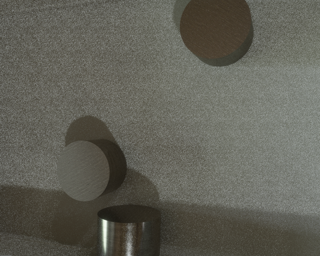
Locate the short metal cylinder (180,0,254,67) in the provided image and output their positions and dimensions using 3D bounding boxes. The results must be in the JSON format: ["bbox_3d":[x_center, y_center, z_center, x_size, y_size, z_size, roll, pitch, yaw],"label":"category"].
[{"bbox_3d":[0.070,-0.118,0.372,0.080,0.050,0.079,0,90,19],"label":"short metal cylinder"}]

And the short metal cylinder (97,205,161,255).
[{"bbox_3d":[-0.039,0.133,0.394,0.080,0.080,0.050,2,91,19],"label":"short metal cylinder"}]

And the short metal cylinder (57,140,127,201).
[{"bbox_3d":[-0.093,0.056,0.429,0.080,0.050,0.079,0,90,19],"label":"short metal cylinder"}]
